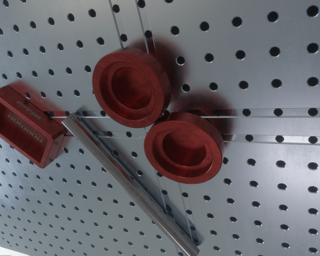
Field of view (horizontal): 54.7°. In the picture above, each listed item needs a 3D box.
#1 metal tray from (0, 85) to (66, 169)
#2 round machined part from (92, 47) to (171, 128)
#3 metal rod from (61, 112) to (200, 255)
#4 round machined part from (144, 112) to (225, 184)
[{"bbox_3d":[-0.232,0.000,0.529,0.130,0.030,0.089,36,129,3],"label":"metal tray"},{"bbox_3d":[-0.031,-0.052,0.384,0.098,0.042,0.097,13,124,21],"label":"round machined part"},{"bbox_3d":[-0.043,0.095,0.492,0.300,0.025,0.025,49,129,-7],"label":"metal rod"},{"bbox_3d":[0.033,0.021,0.391,0.098,0.042,0.097,11,127,15],"label":"round machined part"}]
